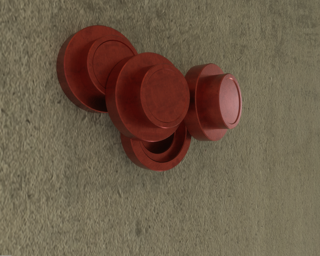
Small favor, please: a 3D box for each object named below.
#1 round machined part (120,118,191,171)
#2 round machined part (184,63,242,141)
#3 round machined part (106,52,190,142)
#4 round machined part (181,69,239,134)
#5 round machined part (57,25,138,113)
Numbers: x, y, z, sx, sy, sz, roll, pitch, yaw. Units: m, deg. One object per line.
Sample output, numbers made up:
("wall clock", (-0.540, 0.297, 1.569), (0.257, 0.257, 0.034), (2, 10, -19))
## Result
("round machined part", (-0.009, 0.004, 0.389), (0.099, 0.042, 0.097), (0, 90, -40))
("round machined part", (0.070, -0.032, 0.388), (0.099, 0.042, 0.097), (3, 87, -53))
("round machined part", (-0.006, -0.034, 0.337), (0.099, 0.042, 0.097), (0, 90, -40))
("round machined part", (0.081, -0.040, 0.465), (0.099, 0.042, 0.097), (0, 90, -40))
("round machined part", (-0.059, -0.066, 0.346), (0.099, 0.042, 0.097), (0, 90, -40))
